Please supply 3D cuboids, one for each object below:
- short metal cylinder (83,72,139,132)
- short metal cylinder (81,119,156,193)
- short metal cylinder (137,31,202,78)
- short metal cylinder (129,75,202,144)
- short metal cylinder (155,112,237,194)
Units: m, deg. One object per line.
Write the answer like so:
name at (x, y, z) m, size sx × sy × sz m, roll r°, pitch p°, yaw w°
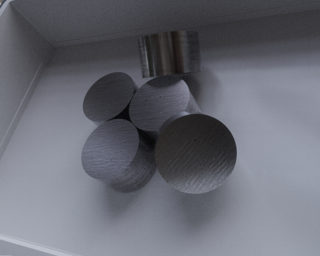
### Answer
short metal cylinder at (-0.060, -0.031, 0.436) m, size 0.080 × 0.050 × 0.080 m, roll -13°, pitch 56°, yaw 20°
short metal cylinder at (-0.050, 0.035, 0.390) m, size 0.080 × 0.050 × 0.080 m, roll -13°, pitch 56°, yaw 20°
short metal cylinder at (0.013, -0.095, 0.409) m, size 0.080 × 0.080 × 0.050 m, roll -3°, pitch 99°, yaw 26°
short metal cylinder at (0.008, -0.020, 0.394) m, size 0.080 × 0.050 × 0.080 m, roll -13°, pitch 56°, yaw 20°
short metal cylinder at (0.035, 0.023, 0.328) m, size 0.081 × 0.050 × 0.079 m, roll 0°, pitch 96°, yaw -1°
